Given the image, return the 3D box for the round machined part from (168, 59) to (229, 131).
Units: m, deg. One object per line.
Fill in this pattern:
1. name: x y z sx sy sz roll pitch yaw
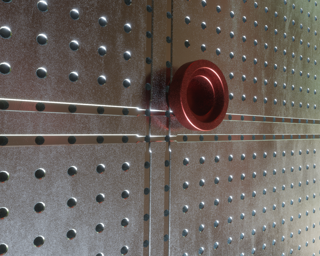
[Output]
1. round machined part: 0.050 -0.045 0.439 0.099 0.042 0.097 0 90 -40
